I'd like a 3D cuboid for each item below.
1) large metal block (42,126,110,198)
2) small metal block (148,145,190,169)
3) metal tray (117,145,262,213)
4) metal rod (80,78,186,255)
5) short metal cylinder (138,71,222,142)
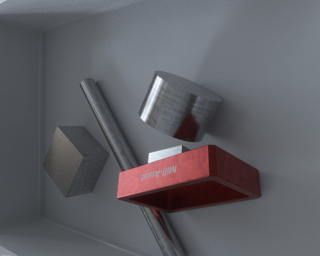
[{"bbox_3d":[-0.138,0.052,0.501,0.080,0.050,0.079,41,115,32],"label":"large metal block"},{"bbox_3d":[0.021,0.045,0.368,0.050,0.050,0.025,-17,56,38],"label":"small metal block"},{"bbox_3d":[0.029,0.061,0.336,0.130,0.090,0.030,-22,54,37],"label":"metal tray"},{"bbox_3d":[-0.048,0.047,0.443,0.025,0.025,0.299,-44,64,31],"label":"metal rod"},{"bbox_3d":[0.022,-0.026,0.351,0.080,0.081,0.050,36,112,34],"label":"short metal cylinder"}]
